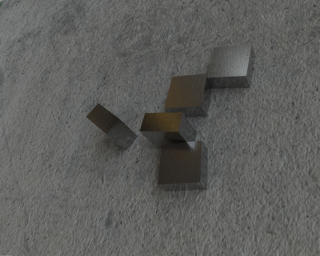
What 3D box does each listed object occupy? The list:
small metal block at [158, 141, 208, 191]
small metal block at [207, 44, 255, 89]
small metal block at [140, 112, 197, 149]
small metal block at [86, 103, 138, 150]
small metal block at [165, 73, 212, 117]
[{"bbox_3d":[0.028,0.045,0.362,0.050,0.025,0.050,-8,58,24],"label":"small metal block"},{"bbox_3d":[0.093,-0.080,0.404,0.050,0.025,0.050,2,63,29],"label":"small metal block"},{"bbox_3d":[0.011,0.005,0.379,0.050,0.050,0.025,0,62,28],"label":"small metal block"},{"bbox_3d":[-0.065,-0.002,0.423,0.050,0.050,0.025,34,81,38],"label":"small metal block"},{"bbox_3d":[0.039,-0.042,0.410,0.050,0.025,0.050,-1,61,27],"label":"small metal block"}]
